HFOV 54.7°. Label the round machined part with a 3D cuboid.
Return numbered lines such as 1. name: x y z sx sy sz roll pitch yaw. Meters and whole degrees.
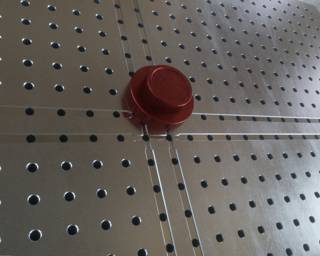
1. round machined part: 0.006 -0.049 0.432 0.099 0.042 0.098 14 56 -21
